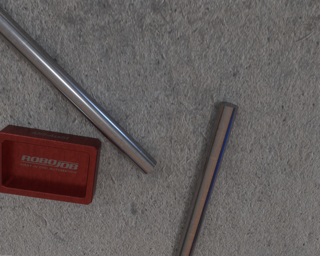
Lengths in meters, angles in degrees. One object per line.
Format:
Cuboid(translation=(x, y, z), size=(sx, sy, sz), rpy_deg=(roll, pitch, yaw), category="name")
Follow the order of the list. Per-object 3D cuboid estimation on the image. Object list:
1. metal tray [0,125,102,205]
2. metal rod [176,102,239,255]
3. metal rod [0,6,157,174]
Cuboid(translation=(-0.152, 0.051, 0.423), size=(0.131, 0.030, 0.089), rpy_deg=(9, 110, -4), category="metal tray")
Cuboid(translation=(0.059, 0.107, 0.449), size=(0.025, 0.025, 0.298), rpy_deg=(11, 110, -5), category="metal rod")
Cuboid(translation=(-0.114, -0.049, 0.389), size=(0.025, 0.025, 0.300), rpy_deg=(-40, 106, 13), category="metal rod")
